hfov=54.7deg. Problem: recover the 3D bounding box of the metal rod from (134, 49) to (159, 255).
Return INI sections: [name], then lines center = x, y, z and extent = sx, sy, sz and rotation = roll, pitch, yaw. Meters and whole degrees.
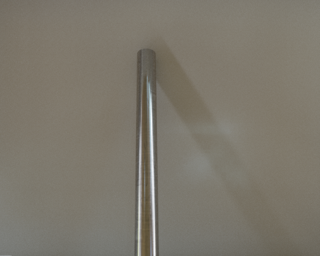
[metal rod]
center = -0.015, 0.039, 0.353
extent = 0.025, 0.025, 0.299
rotation = -1, 67, 0
